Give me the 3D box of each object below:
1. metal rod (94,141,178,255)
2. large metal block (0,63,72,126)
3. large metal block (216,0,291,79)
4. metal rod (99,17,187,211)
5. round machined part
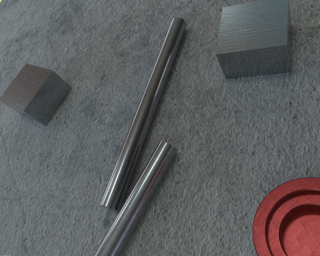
[{"bbox_3d":[-0.063,0.147,0.344,0.025,0.025,0.300,20,72,35],"label":"metal rod"},{"bbox_3d":[-0.214,-0.059,0.533,0.080,0.050,0.080,19,71,35],"label":"large metal block"},{"bbox_3d":[0.121,-0.113,0.393,0.080,0.050,0.080,-2,61,27],"label":"large metal block"},{"bbox_3d":[-0.016,-0.034,0.431,0.025,0.025,0.300,6,64,30],"label":"metal rod"},{"bbox_3d":[0.133,0.095,0.264,0.098,0.042,0.098,-13,56,20],"label":"round machined part"}]
